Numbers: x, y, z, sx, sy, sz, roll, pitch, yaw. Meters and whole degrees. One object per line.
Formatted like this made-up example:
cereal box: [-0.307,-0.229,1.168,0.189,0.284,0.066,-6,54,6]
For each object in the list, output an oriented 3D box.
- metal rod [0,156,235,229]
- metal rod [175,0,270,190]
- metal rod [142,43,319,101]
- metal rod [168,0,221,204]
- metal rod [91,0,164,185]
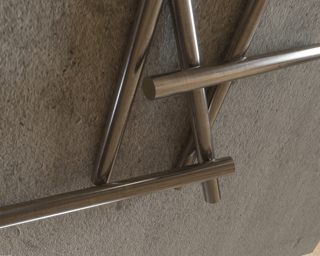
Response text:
metal rod: [-0.051,0.079,0.390,0.302,0.025,0.025,-11,124,-9]
metal rod: [0.076,-0.042,0.421,0.025,0.025,0.298,8,115,-32]
metal rod: [0.113,-0.077,0.388,0.302,0.025,0.025,-17,126,-31]
metal rod: [0.049,-0.022,0.395,0.025,0.025,0.298,-22,120,-15]
metal rod: [-0.033,-0.061,0.350,0.025,0.025,0.298,5,116,-31]
